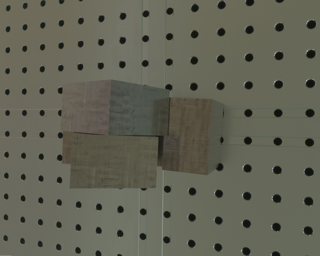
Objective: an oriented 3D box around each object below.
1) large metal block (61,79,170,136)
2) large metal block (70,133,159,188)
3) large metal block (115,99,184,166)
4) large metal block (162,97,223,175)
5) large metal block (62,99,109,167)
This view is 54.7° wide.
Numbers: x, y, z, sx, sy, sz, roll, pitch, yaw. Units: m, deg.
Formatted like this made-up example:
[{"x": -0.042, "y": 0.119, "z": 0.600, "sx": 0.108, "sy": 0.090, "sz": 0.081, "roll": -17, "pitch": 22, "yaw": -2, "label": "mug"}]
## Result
[{"x": -0.047, "y": -0.019, "z": 0.331, "sx": 0.080, "sy": 0.081, "sz": 0.050, "roll": 3, "pitch": 91, "yaw": 42, "label": "large metal block"}, {"x": -0.051, "y": 0.031, "z": 0.329, "sx": 0.081, "sy": 0.080, "sz": 0.050, "roll": 3, "pitch": 91, "yaw": -14, "label": "large metal block"}, {"x": -0.015, "y": 0.005, "z": 0.401, "sx": 0.080, "sy": 0.050, "sz": 0.079, "roll": 3, "pitch": 91, "yaw": 19, "label": "large metal block"}, {"x": 0.042, "y": 0.008, "z": 0.368, "sx": 0.050, "sy": 0.080, "sz": 0.079, "roll": 4, "pitch": 92, "yaw": 20, "label": "large metal block"}, {"x": -0.082, "y": 0.005, "z": 0.411, "sx": 0.050, "sy": 0.080, "sz": 0.079, "roll": 2, "pitch": 91, "yaw": 20, "label": "large metal block"}]
